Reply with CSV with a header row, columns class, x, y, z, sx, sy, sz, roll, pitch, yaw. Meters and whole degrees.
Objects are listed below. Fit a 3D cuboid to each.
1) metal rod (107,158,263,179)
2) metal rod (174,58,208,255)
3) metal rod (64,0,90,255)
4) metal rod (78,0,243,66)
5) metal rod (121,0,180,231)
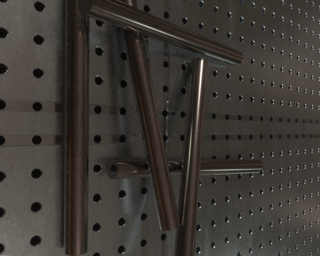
class,x,y,z,sx,sy,sz,roll,pitch,yaw
metal rod,0.059,0.058,0.461,0.302,0.025,0.025,5,87,-40
metal rod,0.042,0.043,0.415,0.025,0.025,0.299,22,67,-38
metal rod,-0.090,-0.016,0.335,0.025,0.025,0.298,0,90,-40
metal rod,0.029,-0.118,0.406,0.302,0.025,0.025,1,90,-49
metal rod,-0.016,-0.026,0.375,0.025,0.025,0.298,-12,91,-40
